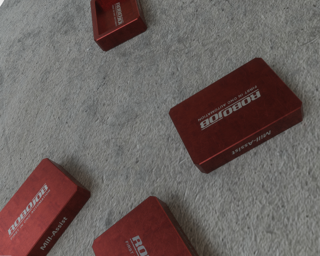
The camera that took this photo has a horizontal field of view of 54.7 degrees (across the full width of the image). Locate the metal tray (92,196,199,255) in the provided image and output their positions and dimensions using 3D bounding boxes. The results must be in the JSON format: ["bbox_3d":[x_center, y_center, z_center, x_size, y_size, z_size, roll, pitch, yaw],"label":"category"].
[{"bbox_3d":[-0.006,0.147,0.314,0.090,0.030,0.130,-39,51,2],"label":"metal tray"}]

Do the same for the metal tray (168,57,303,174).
[{"bbox_3d":[0.085,-0.016,0.366,0.130,0.030,0.090,-31,52,8],"label":"metal tray"}]

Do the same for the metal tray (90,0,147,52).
[{"bbox_3d":[-0.079,-0.210,0.570,0.090,0.030,0.130,-23,53,14],"label":"metal tray"}]

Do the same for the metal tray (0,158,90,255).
[{"bbox_3d":[-0.165,0.116,0.417,0.090,0.030,0.130,29,77,37],"label":"metal tray"}]
